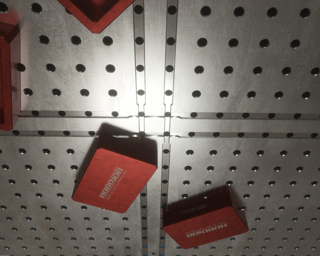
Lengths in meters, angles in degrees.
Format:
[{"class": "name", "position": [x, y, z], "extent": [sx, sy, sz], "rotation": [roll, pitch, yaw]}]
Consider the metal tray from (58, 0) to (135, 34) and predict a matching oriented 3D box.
[{"class": "metal tray", "position": [-0.073, -0.160, 0.270], "extent": [0.090, 0.030, 0.130], "rotation": [-34, 123, 25]}]

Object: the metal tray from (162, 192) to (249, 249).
[{"class": "metal tray", "position": [0.080, 0.169, 0.553], "extent": [0.130, 0.030, 0.090], "rotation": [-23, 127, 18]}]

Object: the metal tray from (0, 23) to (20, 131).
[{"class": "metal tray", "position": [-0.212, -0.060, 0.353], "extent": [0.091, 0.030, 0.129], "rotation": [12, 129, -11]}]

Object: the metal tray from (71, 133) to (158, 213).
[{"class": "metal tray", "position": [-0.071, 0.074, 0.470], "extent": [0.091, 0.030, 0.129], "rotation": [20, 127, -17]}]
